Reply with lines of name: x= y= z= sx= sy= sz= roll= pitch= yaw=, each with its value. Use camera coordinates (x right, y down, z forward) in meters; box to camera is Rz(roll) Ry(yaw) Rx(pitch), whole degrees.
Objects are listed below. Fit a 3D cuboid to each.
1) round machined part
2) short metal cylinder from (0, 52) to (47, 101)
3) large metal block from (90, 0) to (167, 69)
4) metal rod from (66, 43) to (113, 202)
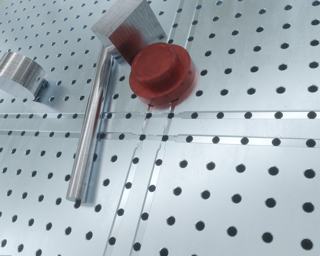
round machined part: x=-0.002 y=-0.085 z=0.449 sx=0.098 sy=0.042 sz=0.098 roll=-13 pitch=56 yaw=20
short metal cylinder: x=-0.254 y=-0.092 z=0.560 sx=0.080 sy=0.080 sz=0.050 roll=6 pitch=65 yaw=30
large metal block: x=-0.047 y=-0.150 z=0.488 sx=0.080 sy=0.080 sz=0.050 roll=-49 pitch=52 yaw=-7
metal rod: x=-0.100 y=-0.036 z=0.480 sx=0.025 sy=0.025 sz=0.299 roll=-9 pitch=58 yaw=23
